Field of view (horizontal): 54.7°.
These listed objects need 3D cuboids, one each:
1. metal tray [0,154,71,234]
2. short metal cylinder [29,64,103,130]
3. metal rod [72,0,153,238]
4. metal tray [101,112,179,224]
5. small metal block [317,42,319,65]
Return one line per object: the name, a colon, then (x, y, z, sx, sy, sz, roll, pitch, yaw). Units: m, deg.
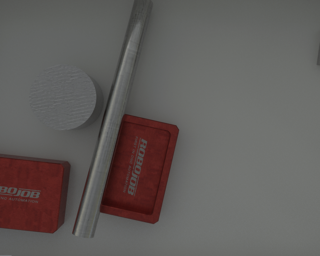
metal tray: (-0.191, 0.083, 0.406, 0.131, 0.030, 0.089, 6, 90, -1)
short metal cylinder: (-0.117, -0.037, 0.397, 0.081, 0.050, 0.079, 0, 90, -1)
metal rod: (-0.055, -0.021, 0.380, 0.025, 0.025, 0.299, 13, 81, -1)
metal tray: (-0.033, 0.051, 0.408, 0.091, 0.030, 0.129, 13, 90, -1)
small metal block: (0.245, -0.108, 0.415, 0.050, 0.025, 0.050, 8, 90, -1)
